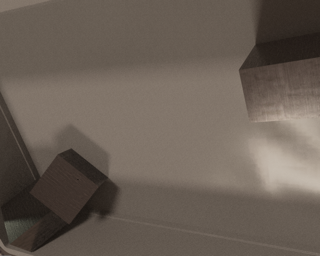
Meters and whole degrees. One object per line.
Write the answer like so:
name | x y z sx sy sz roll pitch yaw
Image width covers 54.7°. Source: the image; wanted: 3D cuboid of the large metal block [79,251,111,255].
large metal block | -0.135 0.314 0.658 0.080 0.050 0.080 -4 117 29

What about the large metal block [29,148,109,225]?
large metal block | -0.146 0.093 0.503 0.080 0.050 0.080 38 100 2

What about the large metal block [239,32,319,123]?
large metal block | 0.124 -0.048 0.278 0.080 0.080 0.050 -4 116 30

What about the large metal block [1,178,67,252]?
large metal block | -0.212 0.147 0.526 0.080 0.080 0.050 47 174 42
